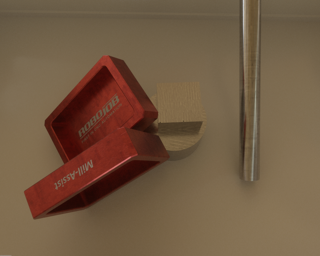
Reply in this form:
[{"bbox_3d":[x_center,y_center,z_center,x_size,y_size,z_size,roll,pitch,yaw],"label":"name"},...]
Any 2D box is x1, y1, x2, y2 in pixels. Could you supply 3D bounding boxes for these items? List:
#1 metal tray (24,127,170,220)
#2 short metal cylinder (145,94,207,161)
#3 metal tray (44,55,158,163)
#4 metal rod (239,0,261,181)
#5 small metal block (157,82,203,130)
[{"bbox_3d":[-0.063,0.050,0.331,0.130,0.090,0.030,-33,72,15],"label":"metal tray"},{"bbox_3d":[0.016,-0.003,0.398,0.081,0.050,0.080,0,70,-1],"label":"short metal cylinder"},{"bbox_3d":[-0.075,-0.010,0.371,0.130,0.030,0.090,-41,70,23],"label":"metal tray"},{"bbox_3d":[0.109,-0.085,0.375,0.025,0.025,0.298,-1,96,-1],"label":"metal rod"},{"bbox_3d":[0.022,-0.026,0.366,0.050,0.025,0.050,-2,70,-2],"label":"small metal block"}]
